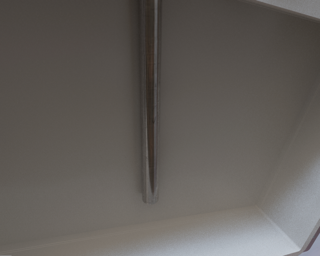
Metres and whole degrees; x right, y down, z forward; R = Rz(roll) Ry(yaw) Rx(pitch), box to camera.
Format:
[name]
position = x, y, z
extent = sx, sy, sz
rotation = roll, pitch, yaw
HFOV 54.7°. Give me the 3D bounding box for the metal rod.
[metal rod]
position = -0.012, -0.020, 0.390
extent = 0.025, 0.025, 0.298
rotation = -13, 124, -22
